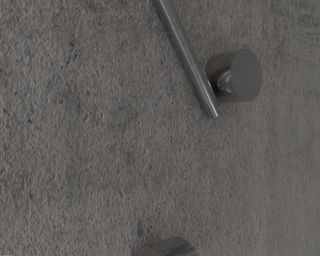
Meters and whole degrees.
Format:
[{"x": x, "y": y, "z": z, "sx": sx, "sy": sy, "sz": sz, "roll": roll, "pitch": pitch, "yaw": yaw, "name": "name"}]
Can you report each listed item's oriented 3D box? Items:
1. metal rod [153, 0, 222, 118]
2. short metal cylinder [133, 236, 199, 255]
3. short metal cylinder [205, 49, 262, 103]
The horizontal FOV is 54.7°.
[{"x": 0.018, "y": -0.144, "z": 0.418, "sx": 0.025, "sy": 0.025, "sz": 0.299, "roll": -43, "pitch": 116, "yaw": -32, "name": "metal rod"}, {"x": 0.009, "y": 0.179, "z": 0.377, "sx": 0.050, "sy": 0.080, "sz": 0.079, "roll": -1, "pitch": 91, "yaw": -40, "name": "short metal cylinder"}, {"x": 0.115, "y": -0.080, "z": 0.485, "sx": 0.081, "sy": 0.050, "sz": 0.079, "roll": 0, "pitch": 90, "yaw": -40, "name": "short metal cylinder"}]
